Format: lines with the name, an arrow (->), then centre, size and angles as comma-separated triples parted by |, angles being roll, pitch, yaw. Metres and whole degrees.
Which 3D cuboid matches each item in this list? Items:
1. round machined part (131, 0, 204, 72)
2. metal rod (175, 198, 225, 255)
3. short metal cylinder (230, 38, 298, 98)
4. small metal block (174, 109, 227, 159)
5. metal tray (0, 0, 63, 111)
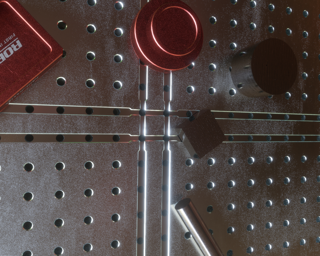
round machined part -> 0.014, -0.125, 0.410 | 0.099, 0.042, 0.097 | 0, 90, -21
metal rod -> 0.106, 0.231, 0.453 | 0.025, 0.025, 0.299 | -34, 101, -17
short metal cylinder -> 0.153, -0.086, 0.457 | 0.081, 0.050, 0.079 | 0, 90, -20
small metal block -> 0.057, 0.008, 0.435 | 0.050, 0.025, 0.050 | -35, 102, -17
metal tray -> -0.186, -0.075, 0.340 | 0.130, 0.030, 0.090 | -46, 105, -14
